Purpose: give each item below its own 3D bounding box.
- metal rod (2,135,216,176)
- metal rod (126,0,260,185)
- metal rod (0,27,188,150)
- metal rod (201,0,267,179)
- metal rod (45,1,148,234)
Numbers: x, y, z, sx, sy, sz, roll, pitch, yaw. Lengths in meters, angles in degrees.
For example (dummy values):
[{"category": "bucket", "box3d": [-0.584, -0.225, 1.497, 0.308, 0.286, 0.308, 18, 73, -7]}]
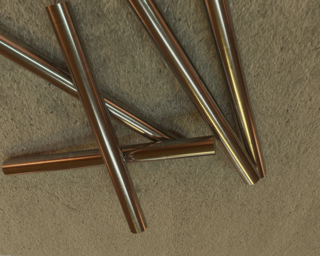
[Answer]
[{"category": "metal rod", "box3d": [-0.078, 0.039, 0.417, 0.301, 0.025, 0.025, -7, 130, 14]}, {"category": "metal rod", "box3d": [0.050, -0.034, 0.363, 0.025, 0.025, 0.300, -26, 121, 20]}, {"category": "metal rod", "box3d": [-0.083, -0.040, 0.372, 0.301, 0.025, 0.025, 31, 123, -24]}, {"category": "metal rod", "box3d": [0.095, -0.040, 0.373, 0.025, 0.025, 0.299, -16, 129, 13]}, {"category": "metal rod", "box3d": [-0.065, 0.008, 0.368, 0.025, 0.025, 0.298, -11, 116, 9]}]
